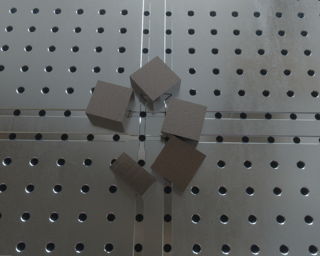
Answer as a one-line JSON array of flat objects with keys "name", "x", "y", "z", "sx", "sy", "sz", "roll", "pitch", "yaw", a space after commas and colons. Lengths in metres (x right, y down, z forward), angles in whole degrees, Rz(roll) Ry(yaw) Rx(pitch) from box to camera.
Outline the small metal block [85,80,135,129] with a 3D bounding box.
[{"name": "small metal block", "x": -0.067, "y": -0.032, "z": 0.423, "sx": 0.050, "sy": 0.025, "sz": 0.050, "roll": 15, "pitch": 71, "yaw": 5}]

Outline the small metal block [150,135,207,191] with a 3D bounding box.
[{"name": "small metal block", "x": 0.023, "y": 0.045, "z": 0.393, "sx": 0.050, "sy": 0.025, "sz": 0.050, "roll": 32, "pitch": 80, "yaw": 10}]

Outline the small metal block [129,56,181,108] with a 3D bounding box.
[{"name": "small metal block", "x": -0.006, "y": -0.065, "z": 0.435, "sx": 0.050, "sy": 0.025, "sz": 0.050, "roll": -39, "pitch": 75, "yaw": -13}]

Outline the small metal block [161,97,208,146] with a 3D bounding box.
[{"name": "small metal block", "x": 0.032, "y": -0.008, "z": 0.415, "sx": 0.050, "sy": 0.025, "sz": 0.050, "roll": 15, "pitch": 70, "yaw": 5}]

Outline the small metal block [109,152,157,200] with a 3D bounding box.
[{"name": "small metal block", "x": -0.031, "y": 0.060, "z": 0.376, "sx": 0.050, "sy": 0.050, "sz": 0.025, "roll": 39, "pitch": 75, "yaw": 12}]
